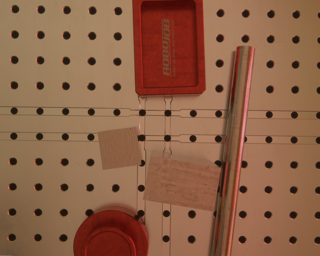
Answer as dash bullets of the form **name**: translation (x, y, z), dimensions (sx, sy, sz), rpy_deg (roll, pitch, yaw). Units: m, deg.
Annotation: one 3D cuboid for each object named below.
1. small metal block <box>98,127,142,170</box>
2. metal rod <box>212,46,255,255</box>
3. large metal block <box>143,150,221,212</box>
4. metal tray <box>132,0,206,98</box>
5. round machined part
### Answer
- **small metal block**: translation (-0.052, 0.026, 0.413), dimensions (0.050, 0.025, 0.050), rpy_deg (-8, 90, -1)
- **metal rod**: translation (0.097, 0.041, 0.414), dimensions (0.025, 0.025, 0.298), rpy_deg (7, 90, -1)
- **large metal block**: translation (0.025, 0.062, 0.386), dimensions (0.080, 0.080, 0.050), rpy_deg (10, 90, -1)
- **metal tray**: translation (0.012, -0.107, 0.410), dimensions (0.091, 0.030, 0.129), rpy_deg (-2, 90, -1)
- **round machined part**: translation (-0.064, 0.156, 0.404), dimensions (0.099, 0.042, 0.097), rpy_deg (0, 90, -1)
